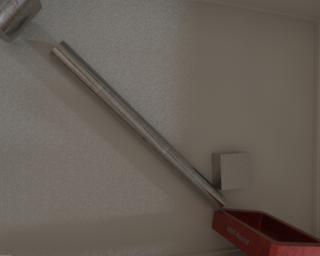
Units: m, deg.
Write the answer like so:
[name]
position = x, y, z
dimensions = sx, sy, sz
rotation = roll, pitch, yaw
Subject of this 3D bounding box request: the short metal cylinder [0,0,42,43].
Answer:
[short metal cylinder]
position = -0.172, -0.134, 0.318
dimensions = 0.080, 0.080, 0.050
rotation = 38, 78, -17

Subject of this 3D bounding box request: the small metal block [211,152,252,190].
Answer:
[small metal block]
position = 0.104, 0.061, 0.451
dimensions = 0.050, 0.025, 0.050
rotation = -3, 91, -20

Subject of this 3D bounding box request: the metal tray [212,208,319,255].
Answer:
[metal tray]
position = 0.140, 0.142, 0.407
dimensions = 0.091, 0.130, 0.030
rotation = 10, 91, -20

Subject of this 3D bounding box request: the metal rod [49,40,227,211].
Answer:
[metal rod]
position = -0.018, 0.007, 0.404
dimensions = 0.300, 0.025, 0.025
rotation = 44, 76, -15
